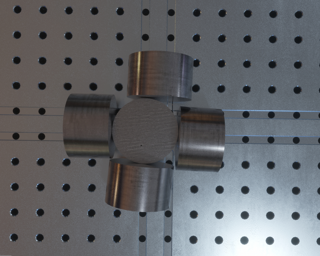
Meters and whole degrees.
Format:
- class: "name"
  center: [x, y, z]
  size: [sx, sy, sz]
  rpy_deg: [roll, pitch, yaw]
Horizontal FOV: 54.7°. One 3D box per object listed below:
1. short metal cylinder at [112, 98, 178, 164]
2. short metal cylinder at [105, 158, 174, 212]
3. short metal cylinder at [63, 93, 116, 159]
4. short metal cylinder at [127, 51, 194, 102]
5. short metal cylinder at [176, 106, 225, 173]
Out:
- class: "short metal cylinder"
  center: [-0.018, 0.004, 0.401]
  size: [0.081, 0.050, 0.080]
  rpy_deg: [0, 90, -2]
- class: "short metal cylinder"
  center: [-0.025, 0.068, 0.384]
  size: [0.080, 0.080, 0.050]
  rpy_deg: [6, 90, 0]
- class: "short metal cylinder"
  center: [-0.084, -0.003, 0.385]
  size: [0.050, 0.080, 0.079]
  rpy_deg: [2, 90, -1]
- class: "short metal cylinder"
  center: [0.000, -0.061, 0.385]
  size: [0.081, 0.080, 0.050]
  rpy_deg: [3, 90, 0]
- class: "short metal cylinder"
  center: [0.047, 0.014, 0.386]
  size: [0.050, 0.080, 0.080]
  rpy_deg: [4, 90, 0]
